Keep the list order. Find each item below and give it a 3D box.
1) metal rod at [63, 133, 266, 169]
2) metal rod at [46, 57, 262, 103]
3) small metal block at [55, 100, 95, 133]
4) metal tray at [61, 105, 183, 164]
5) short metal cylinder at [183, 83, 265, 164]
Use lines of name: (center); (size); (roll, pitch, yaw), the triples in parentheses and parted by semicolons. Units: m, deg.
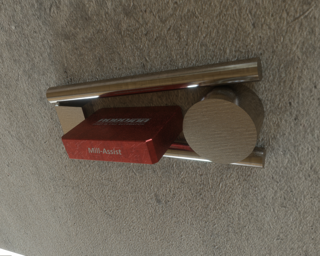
metal rod: (-0.012, 0.026, 0.431); (0.301, 0.025, 0.025); (4, 120, 26)
metal rod: (-0.029, -0.055, 0.390); (0.300, 0.025, 0.025); (-2, 117, 29)
small metal block: (-0.123, -0.015, 0.465); (0.050, 0.025, 0.050); (4, 121, 26)
metal tray: (-0.045, 0.005, 0.392); (0.130, 0.090, 0.030); (0, 118, 28)
short metal cylinder: (0.072, -0.007, 0.349); (0.080, 0.050, 0.079); (13, 124, 21)
